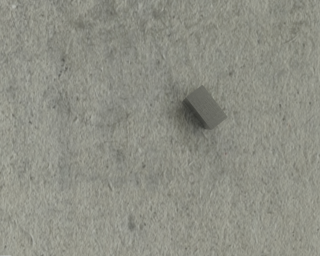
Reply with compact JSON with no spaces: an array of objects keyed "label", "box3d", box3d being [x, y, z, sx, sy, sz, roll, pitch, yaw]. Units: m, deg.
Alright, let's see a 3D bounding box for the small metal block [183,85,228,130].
[{"label":"small metal block","box3d":[0.057,-0.025,0.398,0.025,0.050,0.050,-38,90,0]}]
